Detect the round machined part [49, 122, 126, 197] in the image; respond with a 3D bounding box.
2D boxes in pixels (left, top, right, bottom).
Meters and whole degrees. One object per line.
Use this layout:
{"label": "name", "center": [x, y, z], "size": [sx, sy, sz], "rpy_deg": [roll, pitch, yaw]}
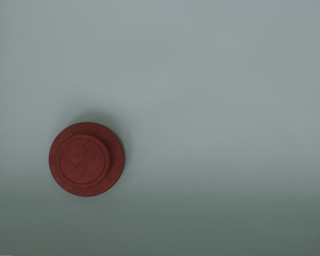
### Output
{"label": "round machined part", "center": [-0.096, 0.041, 0.402], "size": [0.099, 0.042, 0.097], "rpy_deg": [0, 90, 0]}
